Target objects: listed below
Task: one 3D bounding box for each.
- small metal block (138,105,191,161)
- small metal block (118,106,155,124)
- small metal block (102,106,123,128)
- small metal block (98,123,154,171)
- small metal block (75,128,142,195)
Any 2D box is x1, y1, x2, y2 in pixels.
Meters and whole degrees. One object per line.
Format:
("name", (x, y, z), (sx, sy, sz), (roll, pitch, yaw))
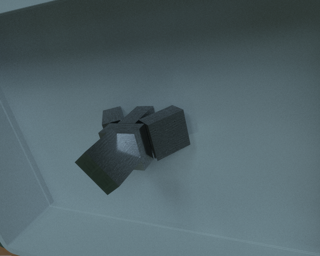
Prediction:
("small metal block", (0.006, 0.006, 0.388), (0.025, 0.050, 0.050), (29, 138, 55))
("small metal block", (-0.025, 0.004, 0.406), (0.025, 0.050, 0.050), (1, 119, 28))
("small metal block", (-0.059, 0.004, 0.420), (0.025, 0.050, 0.050), (-15, 115, -2))
("small metal block", (-0.040, 0.022, 0.376), (0.050, 0.025, 0.050), (1, 119, 28))
("small metal block", (-0.056, 0.037, 0.344), (0.050, 0.050, 0.025), (46, 129, -4))
